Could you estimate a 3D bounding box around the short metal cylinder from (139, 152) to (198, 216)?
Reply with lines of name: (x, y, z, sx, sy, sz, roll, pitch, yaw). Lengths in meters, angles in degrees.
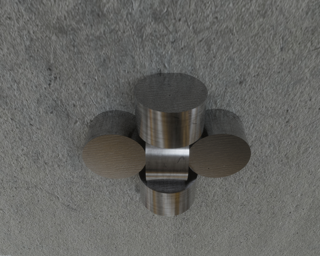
short metal cylinder: (0.011, 0.077, 0.439, 0.081, 0.080, 0.050, 0, 130, 0)

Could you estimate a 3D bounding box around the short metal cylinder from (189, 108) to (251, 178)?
short metal cylinder: (0.074, 0.021, 0.410, 0.080, 0.050, 0.079, 0, 131, 0)

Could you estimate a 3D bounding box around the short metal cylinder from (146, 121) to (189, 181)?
short metal cylinder: (0.008, 0.028, 0.397, 0.050, 0.080, 0.079, 0, 130, 0)

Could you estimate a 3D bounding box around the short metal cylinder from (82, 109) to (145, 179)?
short metal cylinder: (-0.058, 0.022, 0.410, 0.081, 0.050, 0.079, -1, 130, -1)

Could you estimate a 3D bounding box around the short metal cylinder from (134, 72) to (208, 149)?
short metal cylinder: (0.012, -0.022, 0.354, 0.081, 0.080, 0.050, 0, 130, 0)
